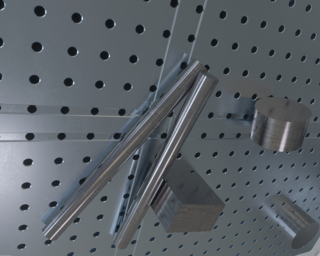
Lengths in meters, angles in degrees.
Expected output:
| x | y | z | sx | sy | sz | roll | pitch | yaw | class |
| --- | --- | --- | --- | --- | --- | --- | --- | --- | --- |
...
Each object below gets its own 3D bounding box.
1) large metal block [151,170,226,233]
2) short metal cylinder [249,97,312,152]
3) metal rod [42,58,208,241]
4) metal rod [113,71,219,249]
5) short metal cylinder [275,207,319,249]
| x | y | z | sx | sy | sz | roll | pitch | yaw | class |
| --- | --- | --- | --- | --- | --- | --- | --- | --- | --- |
| 0.035 | 0.107 | 0.461 | 0.081 | 0.080 | 0.050 | 10 | 113 | -33 | large metal block |
| 0.181 | -0.007 | 0.470 | 0.081 | 0.080 | 0.050 | -12 | 124 | -22 | short metal cylinder |
| -0.048 | 0.031 | 0.404 | 0.300 | 0.025 | 0.025 | -48 | 129 | 5 | metal rod |
| -0.001 | 0.060 | 0.430 | 0.025 | 0.025 | 0.298 | 10 | 119 | -33 | metal rod |
| 0.313 | 0.228 | 0.708 | 0.081 | 0.050 | 0.079 | -14 | 124 | -21 | short metal cylinder |
